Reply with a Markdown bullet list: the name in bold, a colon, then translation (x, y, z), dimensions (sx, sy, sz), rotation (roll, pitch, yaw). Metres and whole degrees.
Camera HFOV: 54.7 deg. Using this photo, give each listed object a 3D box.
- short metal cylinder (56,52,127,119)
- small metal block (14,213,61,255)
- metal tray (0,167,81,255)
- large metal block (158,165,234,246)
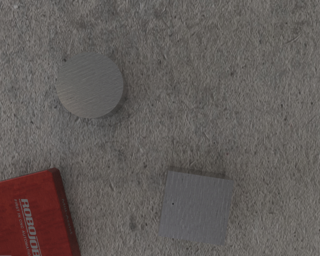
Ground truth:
- **short metal cylinder**: translation (-0.084, -0.052, 0.397), dimensions (0.081, 0.050, 0.080), rotation (0, 90, 0)
- **small metal block**: translation (-0.158, 0.138, 0.409), dimensions (0.050, 0.025, 0.050), rotation (-14, 90, 0)
- **metal tray**: translation (-0.164, 0.125, 0.399), dimensions (0.090, 0.030, 0.129), rotation (-14, 90, 0)
- **large metal block**: translation (0.044, 0.097, 0.398), dimensions (0.080, 0.050, 0.080), rotation (9, 90, 0)
